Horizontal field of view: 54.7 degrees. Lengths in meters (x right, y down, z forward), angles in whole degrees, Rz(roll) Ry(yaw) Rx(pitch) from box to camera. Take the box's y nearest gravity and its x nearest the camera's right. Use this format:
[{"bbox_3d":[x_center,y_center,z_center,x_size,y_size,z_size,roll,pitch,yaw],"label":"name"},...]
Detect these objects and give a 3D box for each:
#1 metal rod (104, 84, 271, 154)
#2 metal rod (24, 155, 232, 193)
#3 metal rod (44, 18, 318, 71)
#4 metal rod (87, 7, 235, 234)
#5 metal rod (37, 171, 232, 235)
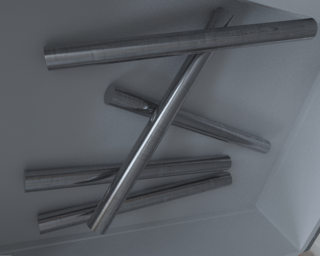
[{"bbox_3d":[0.060,-0.003,0.441,0.302,0.025,0.025,17,110,-35],"label":"metal rod"},{"bbox_3d":[-0.025,0.059,0.433,0.303,0.025,0.025,-2,119,-28],"label":"metal rod"},{"bbox_3d":[0.034,-0.093,0.338,0.302,0.025,0.025,-10,123,-12],"label":"metal rod"},{"bbox_3d":[0.001,-0.008,0.370,0.025,0.025,0.299,31,90,-38],"label":"metal rod"},{"bbox_3d":[-0.021,0.106,0.464,0.303,0.025,0.025,-8,122,-25],"label":"metal rod"}]
